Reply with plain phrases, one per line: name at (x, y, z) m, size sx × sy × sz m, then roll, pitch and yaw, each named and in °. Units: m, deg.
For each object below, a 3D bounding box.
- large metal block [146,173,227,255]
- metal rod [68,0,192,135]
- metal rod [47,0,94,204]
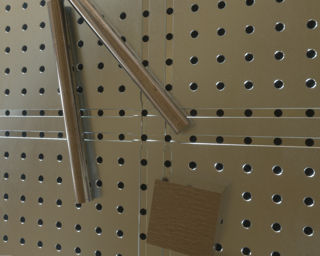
large metal block at (0.034, 0.107, 0.387) m, size 0.080 × 0.050 × 0.079 m, roll 9°, pitch 93°, yaw 19°
metal rod at (-0.060, -0.113, 0.432) m, size 0.025 × 0.025 × 0.300 m, roll -42°, pitch 77°, yaw 15°
metal rod at (-0.133, -0.040, 0.457) m, size 0.025 × 0.025 × 0.298 m, roll -10°, pitch 87°, yaw 19°
